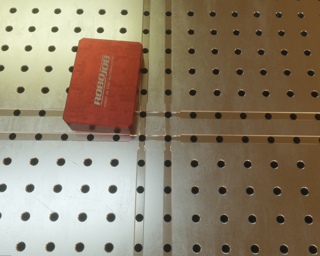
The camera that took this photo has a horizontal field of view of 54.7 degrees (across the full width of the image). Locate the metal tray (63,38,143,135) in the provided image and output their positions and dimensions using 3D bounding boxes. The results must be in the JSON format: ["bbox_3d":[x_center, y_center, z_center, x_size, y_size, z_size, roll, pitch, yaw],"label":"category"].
[{"bbox_3d":[-0.075,-0.060,0.430,0.091,0.030,0.130,5,70,1],"label":"metal tray"}]
